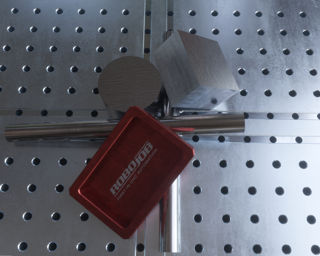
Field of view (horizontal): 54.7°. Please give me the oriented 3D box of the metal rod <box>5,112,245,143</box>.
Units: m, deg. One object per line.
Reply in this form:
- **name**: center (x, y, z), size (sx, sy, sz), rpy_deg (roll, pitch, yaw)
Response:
- **metal rod**: center (-0.048, 0.000, 0.394), size (0.302, 0.025, 0.025), rpy_deg (-3, 70, 6)

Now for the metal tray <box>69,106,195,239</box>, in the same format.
- **metal tray**: center (-0.032, 0.050, 0.363), size (0.090, 0.030, 0.130), rpy_deg (38, 95, 6)

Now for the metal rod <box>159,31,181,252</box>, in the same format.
- **metal rod**: center (0.014, 0.003, 0.410), size (0.025, 0.025, 0.299), rpy_deg (1, 70, 0)

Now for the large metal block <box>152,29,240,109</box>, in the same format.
- **large metal block**: center (0.047, -0.073, 0.404), size (0.081, 0.050, 0.080), rpy_deg (-1, 64, -43)

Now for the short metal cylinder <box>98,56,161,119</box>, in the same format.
- **short metal cylinder**: center (-0.038, -0.049, 0.415), size (0.081, 0.050, 0.080), rpy_deg (0, 70, 0)
